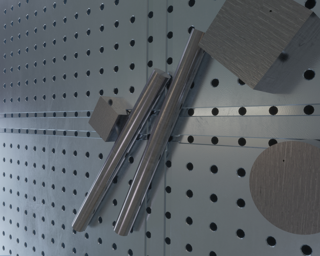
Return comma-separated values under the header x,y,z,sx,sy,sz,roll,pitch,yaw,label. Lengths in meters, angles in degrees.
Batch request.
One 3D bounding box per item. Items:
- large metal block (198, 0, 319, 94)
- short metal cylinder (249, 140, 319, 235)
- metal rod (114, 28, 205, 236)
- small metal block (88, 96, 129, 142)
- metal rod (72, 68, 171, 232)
x,y,z,sx,sy,sz,roll,pitch,yaw,label
0.099,-0.092,0.311,0.080,0.050,0.080,48,118,29,large metal block
0.131,0.051,0.285,0.080,0.050,0.079,0,90,40,short metal cylinder
-0.003,0.018,0.411,0.025,0.025,0.298,34,111,34,metal rod
-0.078,-0.014,0.474,0.050,0.025,0.050,43,116,31,small metal block
-0.067,0.046,0.464,0.025,0.025,0.298,45,117,30,metal rod
